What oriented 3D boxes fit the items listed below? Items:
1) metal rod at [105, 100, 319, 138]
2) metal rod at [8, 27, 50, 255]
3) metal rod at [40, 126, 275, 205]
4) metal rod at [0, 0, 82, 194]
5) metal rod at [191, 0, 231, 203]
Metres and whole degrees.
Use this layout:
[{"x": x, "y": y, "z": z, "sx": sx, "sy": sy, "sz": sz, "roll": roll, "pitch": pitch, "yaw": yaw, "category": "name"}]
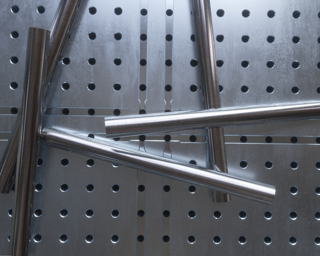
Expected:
[{"x": 0.084, "y": -0.014, "z": 0.390, "sx": 0.302, "sy": 0.025, "sz": 0.025, "roll": -5, "pitch": 90, "yaw": -10, "category": "metal rod"}, {"x": -0.167, "y": 0.027, "z": 0.393, "sx": 0.025, "sy": 0.025, "sz": 0.298, "roll": 8, "pitch": 97, "yaw": -1, "category": "metal rod"}, {"x": -0.008, "y": 0.046, "z": 0.397, "sx": 0.301, "sy": 0.025, "sz": 0.025, "roll": 14, "pitch": 90, "yaw": 6, "category": "metal rod"}, {"x": -0.159, "y": -0.058, "z": 0.411, "sx": 0.025, "sy": 0.025, "sz": 0.299, "roll": 20, "pitch": 90, "yaw": -1, "category": "metal rod"}, {"x": 0.066, "y": -0.052, "z": 0.414, "sx": 0.025, "sy": 0.025, "sz": 0.298, "roll": -6, "pitch": 90, "yaw": -1, "category": "metal rod"}]
